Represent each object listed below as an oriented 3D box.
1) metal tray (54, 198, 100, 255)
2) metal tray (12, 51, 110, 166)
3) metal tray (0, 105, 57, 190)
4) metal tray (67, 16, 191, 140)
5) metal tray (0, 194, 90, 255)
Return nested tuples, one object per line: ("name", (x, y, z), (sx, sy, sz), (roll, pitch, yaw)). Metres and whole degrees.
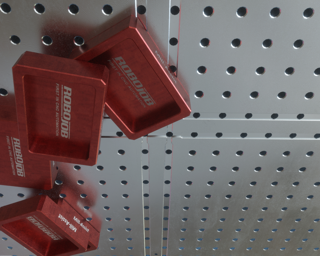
("metal tray", (-0.182, 0.186, 0.564), (0.090, 0.030, 0.130), (-19, 128, 15))
("metal tray", (-0.111, -0.016, 0.353), (0.091, 0.030, 0.129), (9, 130, -8))
("metal tray", (-0.196, 0.031, 0.433), (0.091, 0.030, 0.129), (8, 130, -7))
("metal tray", (-0.032, -0.051, 0.364), (0.090, 0.030, 0.130), (-24, 126, 19))
("metal tray", (-0.189, 0.167, 0.507), (0.090, 0.030, 0.130), (-19, 128, 15))
